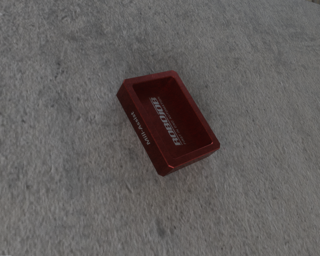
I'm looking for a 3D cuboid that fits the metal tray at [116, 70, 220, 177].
[{"bbox_3d":[0.011,-0.011,0.412,0.091,0.030,0.130,-18,71,-35],"label":"metal tray"}]
